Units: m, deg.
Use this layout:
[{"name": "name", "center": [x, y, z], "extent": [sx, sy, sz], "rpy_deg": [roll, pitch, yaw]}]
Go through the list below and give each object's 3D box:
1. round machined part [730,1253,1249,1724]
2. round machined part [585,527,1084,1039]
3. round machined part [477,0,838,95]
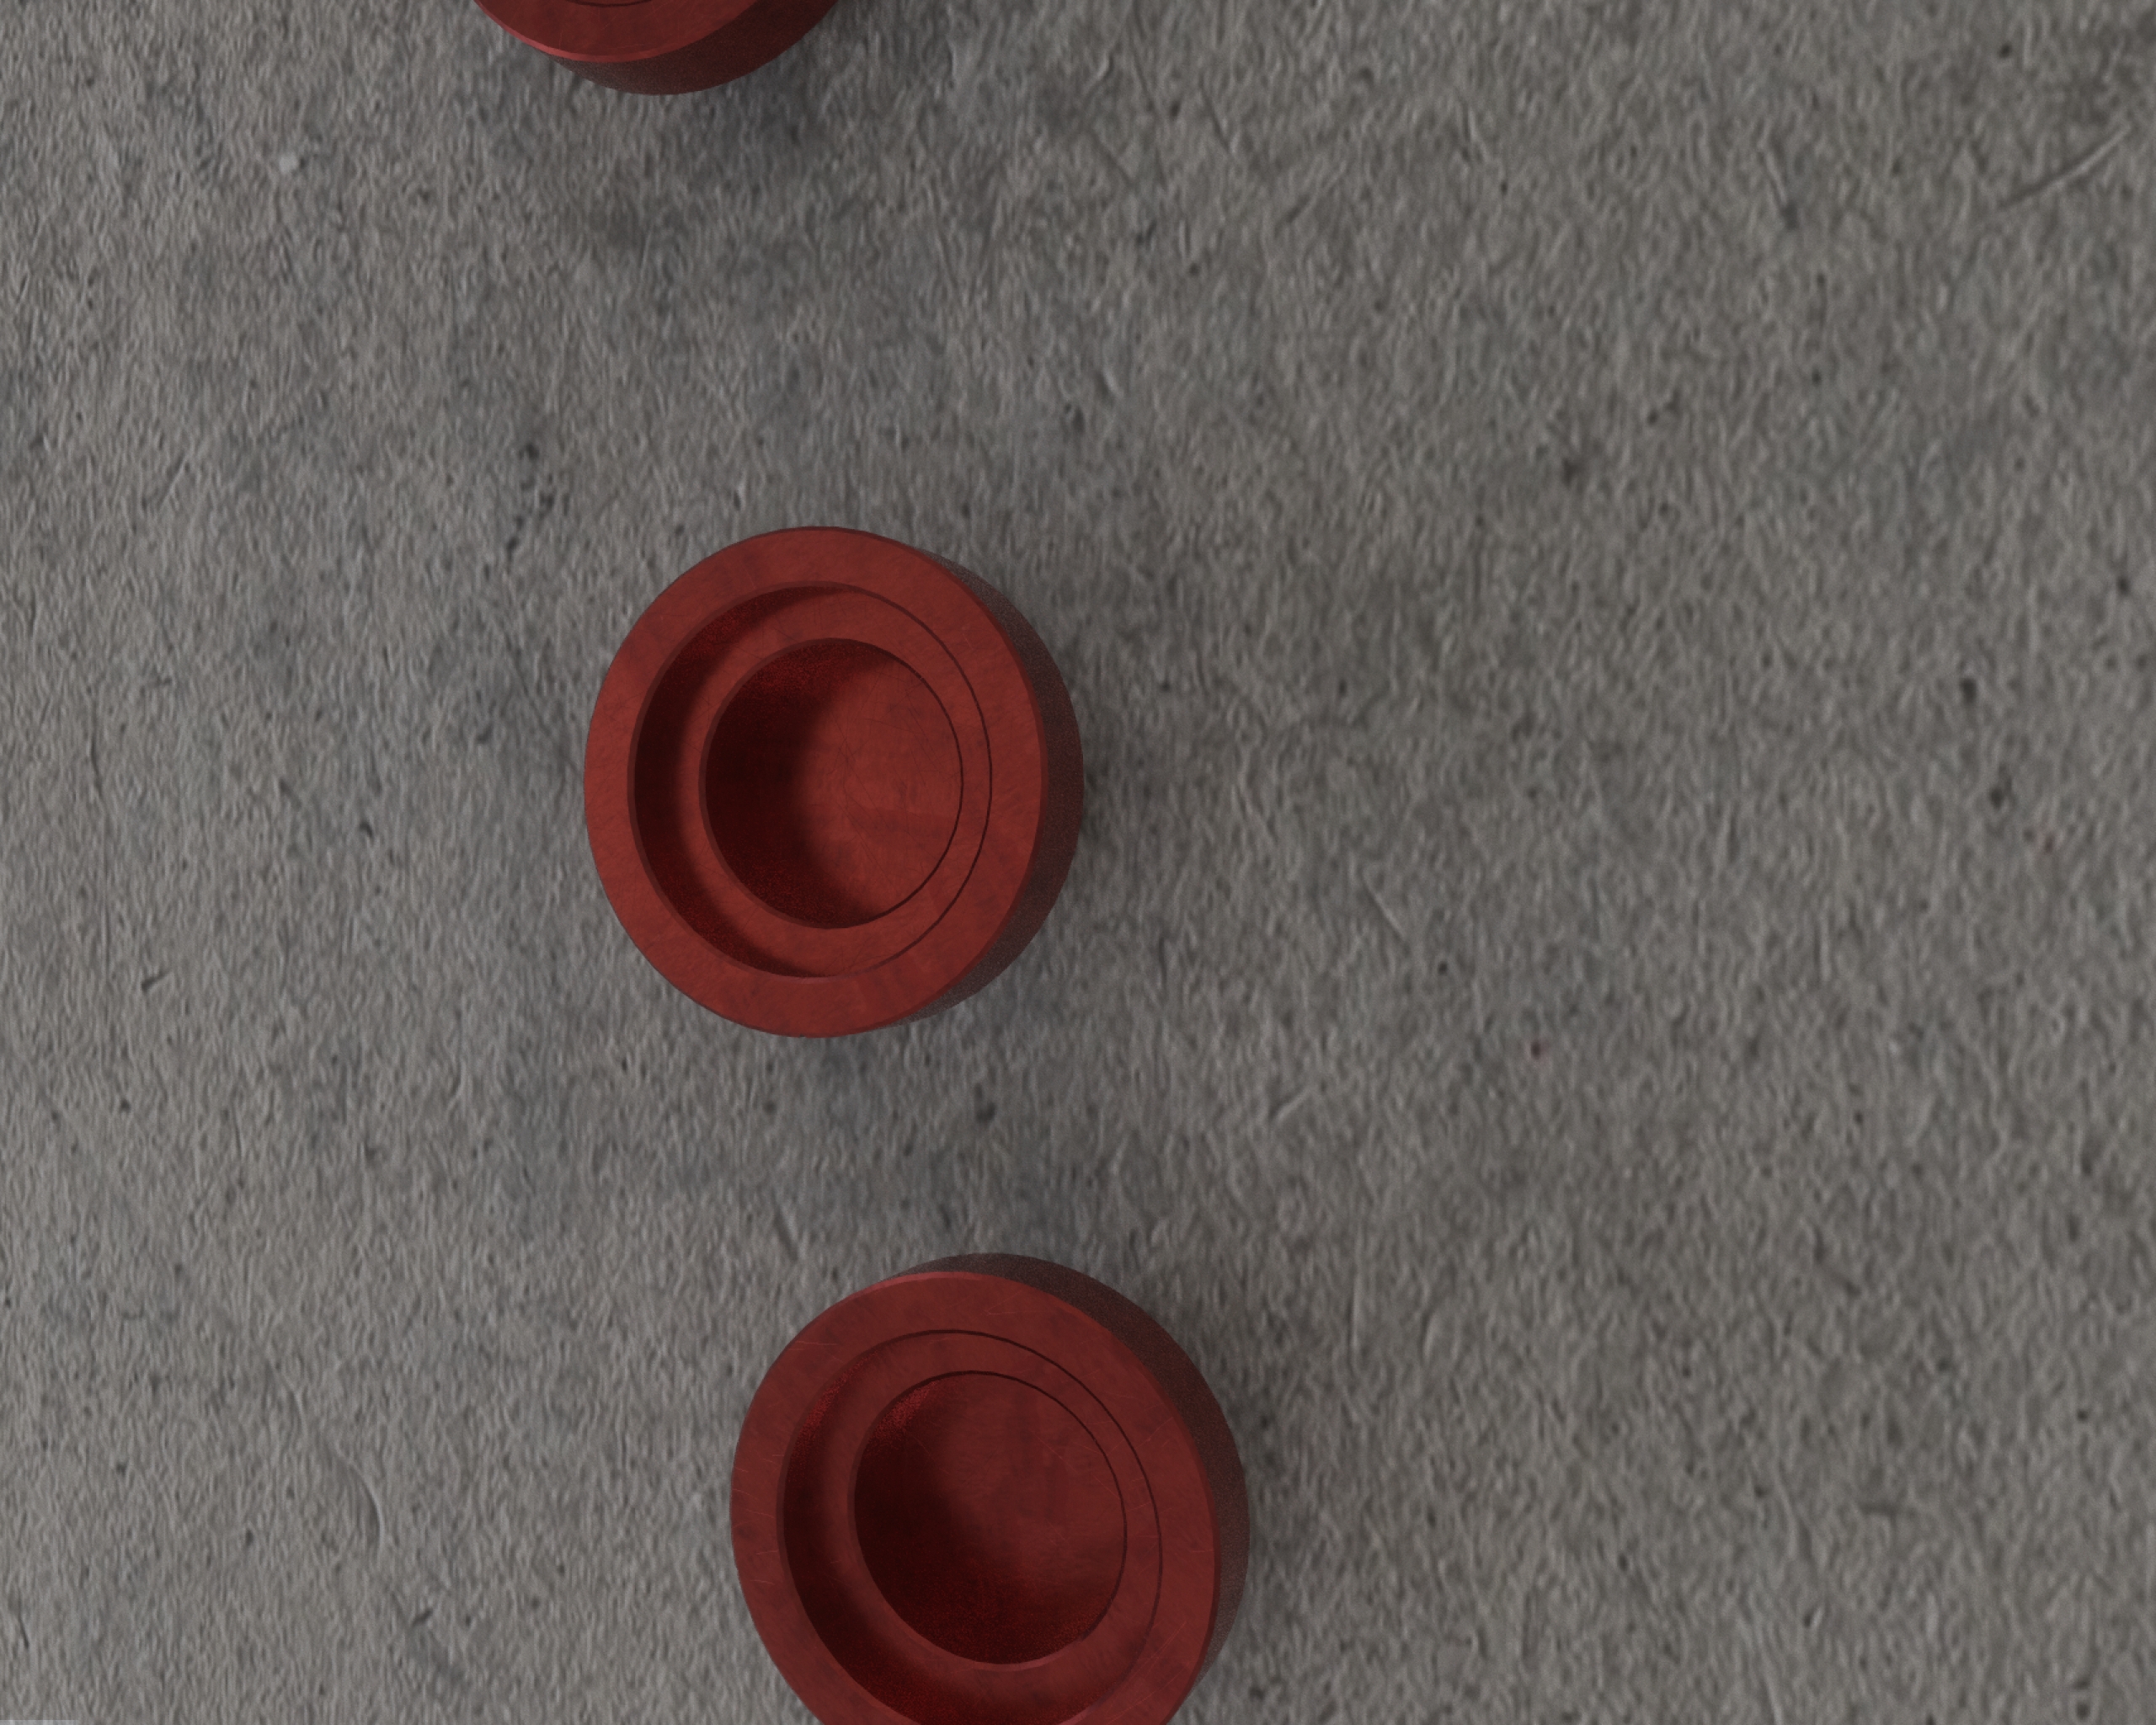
[{"name": "round machined part", "center": [-0.014, 0.124, 0.405], "extent": [0.098, 0.042, 0.097], "rpy_deg": [0, 90, 20]}, {"name": "round machined part", "center": [-0.045, -0.015, 0.416], "extent": [0.098, 0.042, 0.097], "rpy_deg": [0, 90, 20]}, {"name": "round machined part", "center": [-0.080, -0.206, 0.428], "extent": [0.098, 0.042, 0.097], "rpy_deg": [0, 90, 20]}]
